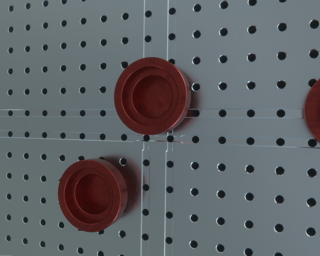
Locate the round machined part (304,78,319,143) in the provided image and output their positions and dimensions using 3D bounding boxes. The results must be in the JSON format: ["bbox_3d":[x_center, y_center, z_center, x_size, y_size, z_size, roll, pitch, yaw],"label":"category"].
[{"bbox_3d":[0.208,-0.020,0.330,0.098,0.042,0.097,0,90,20],"label":"round machined part"}]

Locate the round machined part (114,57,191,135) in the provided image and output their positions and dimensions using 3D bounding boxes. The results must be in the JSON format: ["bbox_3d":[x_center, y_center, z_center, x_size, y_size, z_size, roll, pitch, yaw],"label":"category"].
[{"bbox_3d":[-0.007,-0.040,0.406,0.098,0.042,0.097,0,90,20],"label":"round machined part"}]

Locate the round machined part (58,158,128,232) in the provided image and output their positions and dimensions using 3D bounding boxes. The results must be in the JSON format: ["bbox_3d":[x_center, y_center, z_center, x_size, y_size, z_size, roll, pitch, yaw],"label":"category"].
[{"bbox_3d":[-0.090,0.091,0.436,0.098,0.042,0.097,0,90,20],"label":"round machined part"}]
